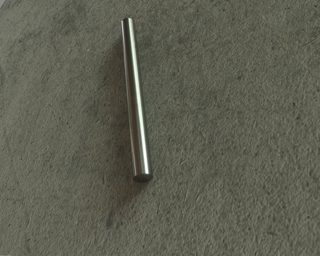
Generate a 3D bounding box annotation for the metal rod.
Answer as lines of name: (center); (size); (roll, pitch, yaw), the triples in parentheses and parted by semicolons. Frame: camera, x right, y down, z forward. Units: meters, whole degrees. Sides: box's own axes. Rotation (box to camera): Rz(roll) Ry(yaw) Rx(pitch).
metal rod: (-0.039, -0.061, 0.462); (0.025, 0.025, 0.300); (-20, 54, 16)
